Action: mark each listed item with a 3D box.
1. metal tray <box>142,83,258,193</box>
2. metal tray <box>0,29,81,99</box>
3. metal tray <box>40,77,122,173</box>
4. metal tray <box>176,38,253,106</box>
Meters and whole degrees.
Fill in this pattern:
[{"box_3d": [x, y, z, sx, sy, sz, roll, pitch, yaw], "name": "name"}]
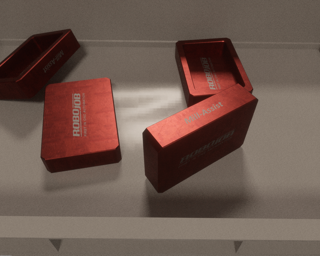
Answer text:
[{"box_3d": [0.045, 0.012, 0.352, 0.131, 0.089, 0.030, -26, 55, -21], "name": "metal tray"}, {"box_3d": [-0.190, -0.096, 0.460, 0.090, 0.030, 0.130, 2, 47, 29], "name": "metal tray"}, {"box_3d": [-0.103, -0.009, 0.408, 0.091, 0.030, 0.130, -8, 51, -7], "name": "metal tray"}, {"box_3d": [0.078, -0.087, 0.475, 0.091, 0.030, 0.130, -5, 50, -5], "name": "metal tray"}]
